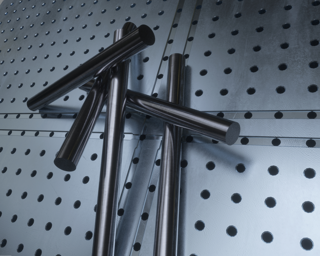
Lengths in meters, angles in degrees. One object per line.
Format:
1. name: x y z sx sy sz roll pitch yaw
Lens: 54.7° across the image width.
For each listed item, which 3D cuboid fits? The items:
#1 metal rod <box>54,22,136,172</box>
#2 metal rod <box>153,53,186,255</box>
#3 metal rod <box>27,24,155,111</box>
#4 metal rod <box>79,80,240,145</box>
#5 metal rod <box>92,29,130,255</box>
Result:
1. metal rod: -0.078 -0.067 0.440 0.025 0.025 0.300 -9 43 23
2. metal rod: 0.014 0.028 0.382 0.025 0.025 0.299 -9 58 23
3. metal rod: -0.119 -0.073 0.449 0.299 0.025 0.025 -17 53 43
4. metal rod: -0.027 -0.035 0.417 0.300 0.025 0.025 22 73 43
5. metal rod: -0.059 0.010 0.393 0.025 0.025 0.299 -6 71 25
